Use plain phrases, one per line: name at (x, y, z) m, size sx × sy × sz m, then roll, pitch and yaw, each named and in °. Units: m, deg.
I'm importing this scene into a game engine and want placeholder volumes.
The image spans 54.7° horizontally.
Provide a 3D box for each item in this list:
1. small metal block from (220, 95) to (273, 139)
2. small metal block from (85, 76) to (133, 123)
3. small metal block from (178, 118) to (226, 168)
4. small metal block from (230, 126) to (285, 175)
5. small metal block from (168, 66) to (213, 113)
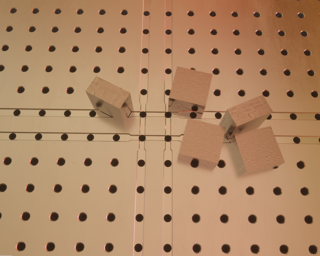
small metal block at (0.111, -0.013, 0.405) m, size 0.050 × 0.050 × 0.025 m, roll -22°, pitch 72°, yaw -8°
small metal block at (-0.065, -0.037, 0.411) m, size 0.050 × 0.050 × 0.025 m, roll 27°, pitch 72°, yaw 9°
small metal block at (0.054, 0.020, 0.405) m, size 0.050 × 0.025 × 0.050 m, roll 14°, pitch 71°, yaw 4°
small metal block at (0.125, 0.030, 0.402) m, size 0.050 × 0.025 × 0.050 m, roll -13°, pitch 71°, yaw -5°
small metal block at (0.042, -0.053, 0.432) m, size 0.050 × 0.025 × 0.050 m, roll 13°, pitch 70°, yaw 4°
